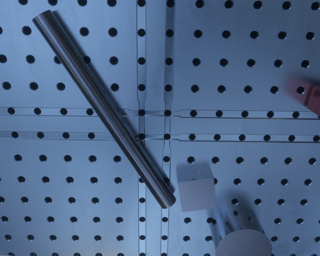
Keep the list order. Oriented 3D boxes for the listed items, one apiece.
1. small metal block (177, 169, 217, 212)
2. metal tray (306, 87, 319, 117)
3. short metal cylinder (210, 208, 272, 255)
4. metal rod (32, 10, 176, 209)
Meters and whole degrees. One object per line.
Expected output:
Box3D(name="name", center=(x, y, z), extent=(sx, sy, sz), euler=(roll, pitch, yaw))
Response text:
Box3D(name="small metal block", center=(0.053, 0.091, 0.448), extent=(0.050, 0.025, 0.050), euler=(-8, 110, 2))
Box3D(name="metal tray", center=(0.263, -0.016, 0.376), extent=(0.131, 0.090, 0.030), euler=(9, 110, -4))
Box3D(name="short metal cylinder", center=(0.119, 0.168, 0.464), extent=(0.081, 0.050, 0.079), euler=(0, 110, -1))
Box3D(name="metal rod", center=(-0.063, -0.011, 0.408), extent=(0.025, 0.025, 0.299), euler=(-29, 108, 10))
